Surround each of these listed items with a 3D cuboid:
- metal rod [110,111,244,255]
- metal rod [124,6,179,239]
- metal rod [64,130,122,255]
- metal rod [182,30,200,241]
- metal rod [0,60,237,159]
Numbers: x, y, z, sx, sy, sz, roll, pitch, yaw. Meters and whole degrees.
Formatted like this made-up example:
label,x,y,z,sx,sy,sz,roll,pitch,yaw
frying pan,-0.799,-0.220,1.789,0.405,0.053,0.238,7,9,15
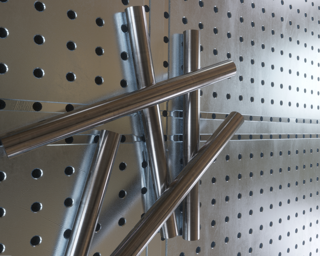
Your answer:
label,x,y,z,sx,sy,sz,roll,pitch,yaw
metal rod,0.027,0.076,0.399,0.301,0.025,0.025,-45,117,-31
metal rod,-0.009,-0.002,0.403,0.025,0.025,0.298,-15,100,-39
metal rod,-0.093,0.147,0.332,0.025,0.025,0.299,24,75,-38
metal rod,0.045,0.010,0.449,0.025,0.025,0.298,0,90,-40
metal rod,-0.024,-0.033,0.362,0.302,0.025,0.025,-23,105,-29
